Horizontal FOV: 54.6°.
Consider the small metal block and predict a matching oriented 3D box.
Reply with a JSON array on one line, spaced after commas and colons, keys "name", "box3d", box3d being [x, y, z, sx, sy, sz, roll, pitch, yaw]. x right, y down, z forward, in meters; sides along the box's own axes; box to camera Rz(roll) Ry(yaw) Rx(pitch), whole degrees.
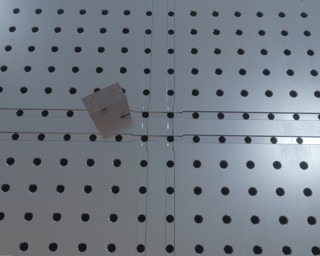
[{"name": "small metal block", "box3d": [-0.070, -0.029, 0.409, 0.050, 0.050, 0.025, -27, 72, -9]}]
